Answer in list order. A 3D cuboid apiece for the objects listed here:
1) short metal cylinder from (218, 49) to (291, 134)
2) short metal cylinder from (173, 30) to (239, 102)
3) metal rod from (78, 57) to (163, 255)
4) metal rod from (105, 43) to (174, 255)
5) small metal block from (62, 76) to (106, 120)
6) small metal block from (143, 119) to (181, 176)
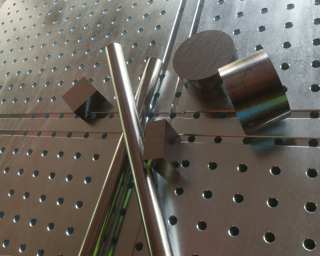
[{"bbox_3d":[0.103,-0.039,0.343,0.050,0.080,0.080,-23,53,14],"label":"short metal cylinder"},{"bbox_3d":[0.064,-0.081,0.409,0.080,0.050,0.080,-13,56,21],"label":"short metal cylinder"},{"bbox_3d":[-0.047,0.032,0.413,0.025,0.025,0.300,3,63,29],"label":"metal rod"},{"bbox_3d":[-0.033,0.010,0.392,0.025,0.025,0.299,-23,61,14],"label":"metal rod"},{"bbox_3d":[-0.124,-0.049,0.504,0.050,0.025,0.050,-44,51,-3],"label":"small metal block"},{"bbox_3d":[0.004,0.025,0.375,0.025,0.050,0.050,-10,58,23],"label":"small metal block"}]
